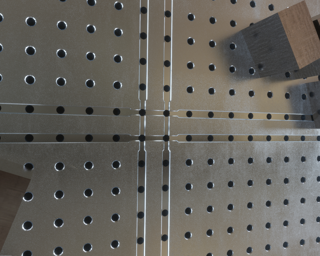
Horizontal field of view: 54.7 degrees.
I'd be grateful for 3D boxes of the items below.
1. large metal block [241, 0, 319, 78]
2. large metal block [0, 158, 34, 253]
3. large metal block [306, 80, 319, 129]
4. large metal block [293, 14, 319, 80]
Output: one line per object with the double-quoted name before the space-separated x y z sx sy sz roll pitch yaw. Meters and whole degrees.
"large metal block" 0.176 -0.125 0.450 0.050 0.080 0.080 -29 100 -18
"large metal block" -0.173 0.077 0.320 0.050 0.080 0.080 23 82 -19
"large metal block" 0.299 -0.048 0.512 0.081 0.050 0.080 -17 96 -20
"large metal block" 0.240 -0.126 0.474 0.050 0.080 0.080 -32 101 -17
